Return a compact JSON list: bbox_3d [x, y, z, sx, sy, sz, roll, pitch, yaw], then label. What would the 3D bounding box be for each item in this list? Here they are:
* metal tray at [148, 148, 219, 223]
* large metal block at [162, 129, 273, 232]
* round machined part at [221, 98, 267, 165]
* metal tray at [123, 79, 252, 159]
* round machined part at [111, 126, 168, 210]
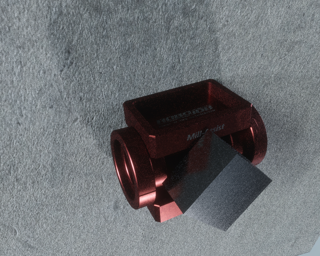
[{"bbox_3d":[0.036,0.067,0.427,0.131,0.090,0.030,-16,125,-20],"label":"metal tray"},{"bbox_3d":[0.064,0.060,0.347,0.080,0.050,0.080,34,99,-39],"label":"large metal block"},{"bbox_3d":[0.096,0.010,0.421,0.042,0.098,0.097,-15,125,-21],"label":"round machined part"},{"bbox_3d":[0.032,-0.017,0.376,0.131,0.090,0.030,-17,126,-19],"label":"metal tray"},{"bbox_3d":[-0.024,0.045,0.377,0.042,0.098,0.097,-15,125,-21],"label":"round machined part"}]
